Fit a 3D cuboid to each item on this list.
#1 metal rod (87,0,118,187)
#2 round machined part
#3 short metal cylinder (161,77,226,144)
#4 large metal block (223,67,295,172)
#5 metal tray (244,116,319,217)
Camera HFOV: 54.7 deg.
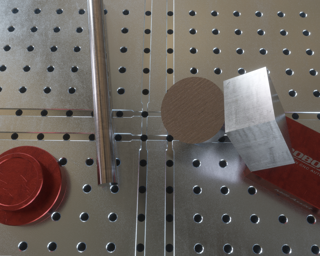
[{"bbox_3d":[-0.084,-0.069,0.436,0.025,0.025,0.299,-7,70,-3],"label":"metal rod"},{"bbox_3d":[-0.170,0.068,0.377,0.099,0.042,0.098,0,70,0],"label":"round machined part"},{"bbox_3d":[0.048,-0.020,0.390,0.080,0.050,0.080,-1,86,21],"label":"short metal cylinder"},{"bbox_3d":[0.113,-0.008,0.357,0.050,0.080,0.080,-17,44,27],"label":"large metal block"},{"bbox_3d":[0.186,0.051,0.392,0.130,0.030,0.090,29,72,10],"label":"metal tray"}]
